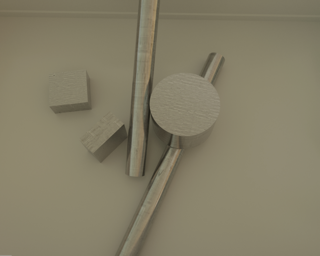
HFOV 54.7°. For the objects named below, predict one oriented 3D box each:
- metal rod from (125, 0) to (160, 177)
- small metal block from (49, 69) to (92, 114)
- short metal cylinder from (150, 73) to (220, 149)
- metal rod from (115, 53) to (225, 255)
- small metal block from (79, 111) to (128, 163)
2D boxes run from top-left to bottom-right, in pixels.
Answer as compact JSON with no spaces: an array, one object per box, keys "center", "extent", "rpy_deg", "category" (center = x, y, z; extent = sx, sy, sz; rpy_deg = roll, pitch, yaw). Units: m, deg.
[{"center":[-0.018,-0.090,0.375],"extent":[0.025,0.025,0.298],"rpy_deg":[5,96,1],"category":"metal rod"},{"center":[-0.123,-0.050,0.426],"extent":[0.050,0.025,0.050],"rpy_deg":[-7,70,-3],"category":"small metal block"},{"center":[0.029,-0.020,0.377],"extent":[0.081,0.050,0.080],"rpy_deg":[0,69,1],"category":"short metal cylinder"},{"center":[0.020,0.027,0.399],"extent":[0.025,0.025,0.300],"rpy_deg":[23,71,8],"category":"metal rod"},{"center":[-0.069,0.013,0.391],"extent":[0.025,0.050,0.050],"rpy_deg":[42,75,13],"category":"small metal block"}]
